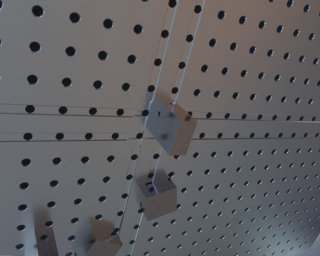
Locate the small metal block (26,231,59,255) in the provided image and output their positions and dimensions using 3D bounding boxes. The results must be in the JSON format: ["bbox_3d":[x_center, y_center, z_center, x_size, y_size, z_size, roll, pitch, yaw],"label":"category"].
[{"bbox_3d":[-0.160,0.177,0.418,0.025,0.050,0.050,12,112,-34],"label":"small metal block"}]

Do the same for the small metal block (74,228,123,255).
[{"bbox_3d":[-0.095,0.185,0.476,0.050,0.025,0.050,29,102,-38],"label":"small metal block"}]

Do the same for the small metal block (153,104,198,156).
[{"bbox_3d":[0.019,0.002,0.408,0.025,0.050,0.050,2,117,-30],"label":"small metal block"}]

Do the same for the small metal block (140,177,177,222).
[{"bbox_3d":[-0.002,0.111,0.481,0.050,0.025,0.050,-15,125,-20],"label":"small metal block"}]
